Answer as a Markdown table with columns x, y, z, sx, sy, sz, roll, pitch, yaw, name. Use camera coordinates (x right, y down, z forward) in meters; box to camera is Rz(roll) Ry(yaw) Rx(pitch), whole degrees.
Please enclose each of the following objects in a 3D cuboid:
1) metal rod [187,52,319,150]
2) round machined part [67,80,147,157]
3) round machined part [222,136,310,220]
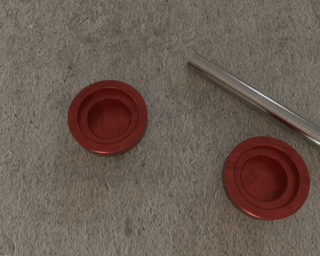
| x | y | z | sx | sy | sz | roll | pitch | yaw | name |
| --- | --- | --- | --- | --- | --- | --- | --- | --- | --- |
| 0.167 | -0.015 | 0.415 | 0.300 | 0.025 | 0.025 | 34 | 73 | 11 | metal rod |
| -0.065 | -0.009 | 0.402 | 0.099 | 0.042 | 0.098 | 0 | 70 | -1 | round machined part |
| 0.124 | 0.062 | 0.378 | 0.099 | 0.042 | 0.098 | 0 | 70 | -1 | round machined part |
